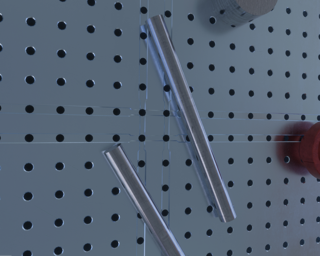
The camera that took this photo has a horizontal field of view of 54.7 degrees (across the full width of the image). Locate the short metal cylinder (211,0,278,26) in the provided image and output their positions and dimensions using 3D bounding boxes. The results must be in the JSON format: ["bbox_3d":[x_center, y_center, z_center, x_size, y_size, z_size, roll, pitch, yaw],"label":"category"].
[{"bbox_3d":[0.122,-0.194,0.446,0.081,0.050,0.079,0,90,-20],"label":"short metal cylinder"}]

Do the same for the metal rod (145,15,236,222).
[{"bbox_3d":[0.045,-0.007,0.430,0.025,0.025,0.298,-24,98,-19],"label":"metal rod"}]

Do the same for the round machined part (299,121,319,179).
[{"bbox_3d":[0.270,0.036,0.506,0.099,0.042,0.097,0,90,-21],"label":"round machined part"}]

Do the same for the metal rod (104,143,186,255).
[{"bbox_3d":[0.010,0.155,0.417,0.025,0.025,0.299,-32,101,-17],"label":"metal rod"}]
